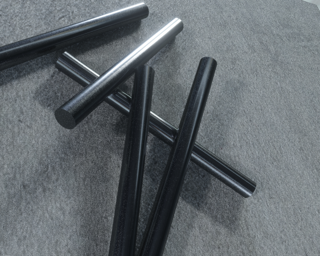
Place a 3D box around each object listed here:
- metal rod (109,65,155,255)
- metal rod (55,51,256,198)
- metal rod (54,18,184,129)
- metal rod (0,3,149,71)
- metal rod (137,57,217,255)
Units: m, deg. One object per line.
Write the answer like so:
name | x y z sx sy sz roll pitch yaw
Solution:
metal rod | -0.031 0.060 0.332 0.025 0.025 0.299 16 61 -20
metal rod | -0.001 -0.001 0.405 0.301 0.025 0.025 35 51 -6
metal rod | -0.033 -0.092 0.419 0.025 0.025 0.301 39 43 -2
metal rod | -0.122 -0.123 0.413 0.025 0.025 0.302 49 51 6
metal rod | 0.025 0.031 0.372 0.025 0.025 0.300 27 61 -12
